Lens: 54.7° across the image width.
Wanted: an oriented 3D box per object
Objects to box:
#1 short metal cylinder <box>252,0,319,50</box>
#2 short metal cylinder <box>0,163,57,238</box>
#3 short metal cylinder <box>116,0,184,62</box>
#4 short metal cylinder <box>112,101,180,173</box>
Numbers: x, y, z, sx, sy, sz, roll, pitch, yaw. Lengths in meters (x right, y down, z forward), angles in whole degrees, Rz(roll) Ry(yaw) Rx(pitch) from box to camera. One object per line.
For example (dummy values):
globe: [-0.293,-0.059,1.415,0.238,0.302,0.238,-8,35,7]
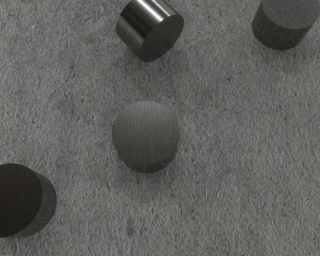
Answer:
short metal cylinder: [0.183,-0.163,0.455,0.081,0.050,0.080,0,70,0]
short metal cylinder: [-0.169,0.086,0.362,0.081,0.050,0.080,0,70,0]
short metal cylinder: [-0.013,-0.139,0.429,0.080,0.080,0.050,-39,75,-13]
short metal cylinder: [-0.017,0.013,0.390,0.081,0.050,0.080,0,70,0]
